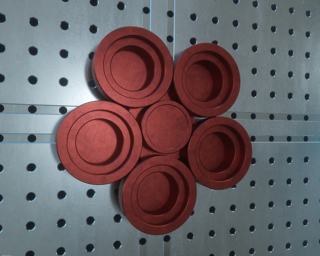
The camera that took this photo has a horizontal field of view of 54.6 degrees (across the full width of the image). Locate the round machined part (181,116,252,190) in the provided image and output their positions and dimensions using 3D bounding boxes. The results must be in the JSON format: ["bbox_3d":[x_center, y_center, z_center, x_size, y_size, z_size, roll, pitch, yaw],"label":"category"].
[{"bbox_3d":[0.074,0.033,0.430,0.099,0.042,0.097,0,90,-20],"label":"round machined part"}]

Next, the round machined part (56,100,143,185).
[{"bbox_3d":[-0.074,0.017,0.376,0.099,0.042,0.097,0,90,-20],"label":"round machined part"}]

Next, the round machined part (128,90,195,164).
[{"bbox_3d":[0.003,-0.001,0.404,0.099,0.042,0.097,0,90,-20],"label":"round machined part"}]

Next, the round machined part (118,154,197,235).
[{"bbox_3d":[-0.006,0.083,0.401,0.099,0.042,0.097,0,90,-20],"label":"round machined part"}]

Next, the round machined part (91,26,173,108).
[{"bbox_3d":[-0.036,-0.073,0.390,0.099,0.042,0.097,0,90,-20],"label":"round machined part"}]

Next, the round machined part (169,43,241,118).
[{"bbox_3d":[0.056,-0.063,0.424,0.099,0.042,0.097,0,90,-20],"label":"round machined part"}]
